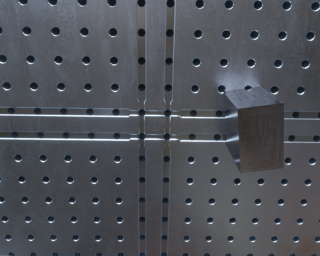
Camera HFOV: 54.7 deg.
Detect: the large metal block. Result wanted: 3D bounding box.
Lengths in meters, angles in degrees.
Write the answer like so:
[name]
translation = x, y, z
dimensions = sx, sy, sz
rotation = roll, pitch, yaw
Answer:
[large metal block]
translation = 0.114, -0.001, 0.385
dimensions = 0.050, 0.080, 0.079
rotation = -7, 110, 2
